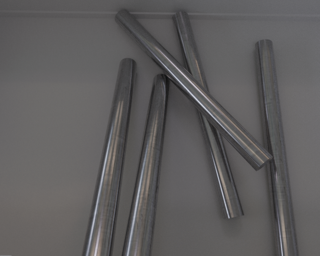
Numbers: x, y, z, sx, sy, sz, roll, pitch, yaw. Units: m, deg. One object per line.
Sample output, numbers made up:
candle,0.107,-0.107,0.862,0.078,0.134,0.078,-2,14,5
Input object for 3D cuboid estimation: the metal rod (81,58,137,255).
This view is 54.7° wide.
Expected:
metal rod,-0.049,0.018,0.339,0.025,0.025,0.300,1,46,0

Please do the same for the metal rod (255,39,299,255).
metal rod,0.149,0.018,0.403,0.025,0.025,0.299,1,70,0

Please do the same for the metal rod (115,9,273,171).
metal rod,0.030,-0.064,0.411,0.025,0.025,0.300,-35,66,-12

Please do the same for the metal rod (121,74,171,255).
metal rod,-0.011,0.037,0.327,0.025,0.025,0.300,5,44,2

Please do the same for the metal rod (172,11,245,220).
metal rod,0.060,-0.031,0.421,0.025,0.025,0.299,-11,70,-4
